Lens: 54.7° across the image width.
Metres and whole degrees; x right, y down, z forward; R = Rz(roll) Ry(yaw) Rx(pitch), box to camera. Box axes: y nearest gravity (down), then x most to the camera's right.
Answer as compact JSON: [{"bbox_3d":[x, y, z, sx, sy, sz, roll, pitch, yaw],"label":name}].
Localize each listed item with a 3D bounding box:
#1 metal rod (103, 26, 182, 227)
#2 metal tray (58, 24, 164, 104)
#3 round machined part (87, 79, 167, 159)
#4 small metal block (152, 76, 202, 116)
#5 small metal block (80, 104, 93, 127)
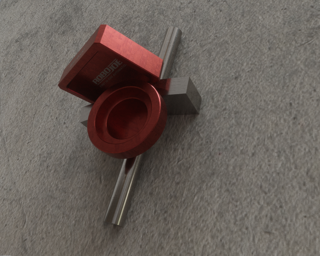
[{"bbox_3d":[-0.016,-0.018,0.424,0.025,0.025,0.300,2,63,29],"label":"metal rod"},{"bbox_3d":[-0.069,-0.071,0.412,0.130,0.090,0.030,-26,45,50],"label":"metal tray"},{"bbox_3d":[-0.036,-0.008,0.381,0.098,0.042,0.098,-11,61,20],"label":"round machined part"},{"bbox_3d":[0.021,-0.040,0.401,0.050,0.050,0.025,-1,61,27],"label":"small metal block"},{"bbox_3d":[-0.075,-0.013,0.435,0.050,0.050,0.025,-18,55,18],"label":"small metal block"}]
